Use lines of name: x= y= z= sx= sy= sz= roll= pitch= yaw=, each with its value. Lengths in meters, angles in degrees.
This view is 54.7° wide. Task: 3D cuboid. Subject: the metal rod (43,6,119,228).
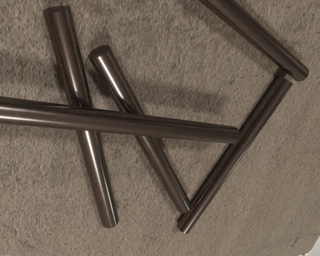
metal rod: x=-0.084 y=0.013 z=0.369 sx=0.025 sy=0.025 sz=0.298 roll=-18 pitch=126 yaw=-18

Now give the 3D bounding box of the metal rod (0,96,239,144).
metal rod: x=-0.025 y=-0.004 z=0.358 sx=0.302 sy=0.025 sz=0.025 roll=6 pitch=115 yaw=-32

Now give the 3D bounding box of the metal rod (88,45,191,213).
metal rod: x=-0.012 y=0.025 z=0.417 sx=0.025 sy=0.025 sz=0.299 roll=-32 pitch=129 yaw=-8

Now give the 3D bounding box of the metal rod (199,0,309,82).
metal rod: x=0.106 y=-0.129 z=0.386 sx=0.302 sy=0.025 sz=0.025 roll=22 pitch=106 yaw=-37

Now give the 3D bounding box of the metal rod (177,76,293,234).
metal rod: x=0.115 y=0.051 z=0.503 sx=0.025 sy=0.025 sz=0.298 roll=21 pitch=107 yaw=-36
